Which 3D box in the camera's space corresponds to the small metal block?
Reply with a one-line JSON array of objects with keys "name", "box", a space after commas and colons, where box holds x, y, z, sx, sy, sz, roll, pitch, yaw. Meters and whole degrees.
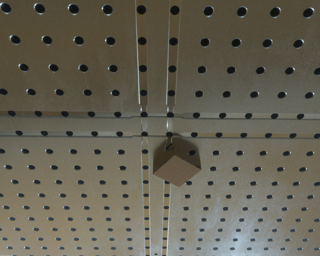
[{"name": "small metal block", "box": [0.025, 0.056, 0.459, 0.050, 0.025, 0.050, 30, 124, -23]}]
